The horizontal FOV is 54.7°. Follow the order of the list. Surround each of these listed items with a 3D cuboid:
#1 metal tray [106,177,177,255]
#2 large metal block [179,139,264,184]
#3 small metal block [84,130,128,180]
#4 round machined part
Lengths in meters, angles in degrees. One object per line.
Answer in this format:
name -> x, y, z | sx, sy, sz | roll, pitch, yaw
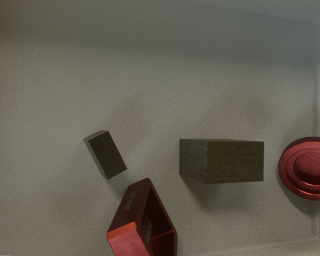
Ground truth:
metal tray -> -0.013, 0.120, 0.350 | 0.030, 0.130, 0.090 | -25, 98, 8
large metal block -> 0.079, 0.041, 0.412 | 0.081, 0.080, 0.050 | 1, 90, -20
small metal block -> -0.067, 0.031, 0.373 | 0.025, 0.050, 0.050 | -28, 100, -18
round machined part -> 0.235, 0.058, 0.471 | 0.042, 0.098, 0.098 | -36, 105, -54
